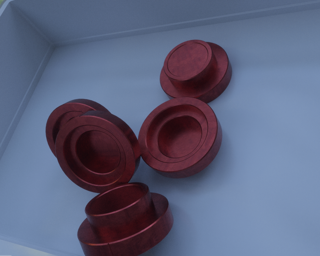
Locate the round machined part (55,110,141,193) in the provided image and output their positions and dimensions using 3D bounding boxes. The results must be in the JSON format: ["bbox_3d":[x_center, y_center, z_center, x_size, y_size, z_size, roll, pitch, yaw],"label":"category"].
[{"bbox_3d":[-0.070,0.025,0.370,0.098,0.097,0.042,-15,15,19],"label":"round machined part"}]

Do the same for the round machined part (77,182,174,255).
[{"bbox_3d":[-0.039,0.091,0.323,0.098,0.042,0.098,-16,11,4],"label":"round machined part"}]

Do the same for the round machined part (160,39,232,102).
[{"bbox_3d":[0.044,-0.080,0.420,0.098,0.042,0.098,-13,56,20],"label":"round machined part"}]

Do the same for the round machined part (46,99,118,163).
[{"bbox_3d":[-0.098,0.007,0.417,0.098,0.097,0.042,-15,15,19],"label":"round machined part"}]

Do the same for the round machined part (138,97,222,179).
[{"bbox_3d":[0.026,0.015,0.371,0.098,0.042,0.098,-13,56,20],"label":"round machined part"}]
